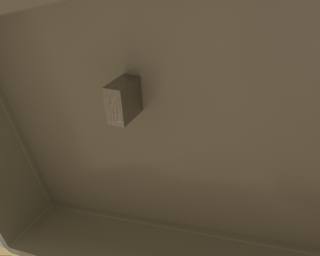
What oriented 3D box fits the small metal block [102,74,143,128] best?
[{"bbox_3d":[-0.046,-0.036,0.395,0.025,0.050,0.050,11,123,22],"label":"small metal block"}]
